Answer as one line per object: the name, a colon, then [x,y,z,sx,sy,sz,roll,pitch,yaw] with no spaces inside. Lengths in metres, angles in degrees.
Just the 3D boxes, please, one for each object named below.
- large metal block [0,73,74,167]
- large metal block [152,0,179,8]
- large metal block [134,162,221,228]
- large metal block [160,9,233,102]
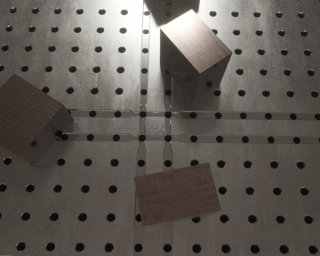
large metal block: [-0.175,-0.010,0.400,0.080,0.050,0.080,32,73,10]
large metal block: [0.015,-0.250,0.490,0.080,0.050,0.080,-22,72,-8]
large metal block: [0.017,0.080,0.353,0.081,0.080,0.050,-11,71,-4]
large metal block: [0.044,-0.095,0.418,0.050,0.080,0.080,-34,74,-12]
